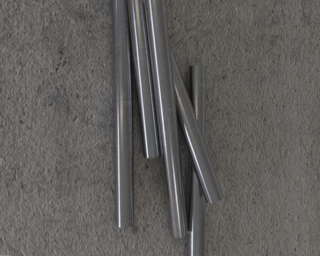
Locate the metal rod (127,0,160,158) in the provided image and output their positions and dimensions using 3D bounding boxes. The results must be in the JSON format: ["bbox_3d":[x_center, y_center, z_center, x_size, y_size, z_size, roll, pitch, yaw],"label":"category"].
[{"bbox_3d":[-0.023,-0.111,0.381,0.025,0.025,0.298,-8,100,-20],"label":"metal rod"}]

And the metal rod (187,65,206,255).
[{"bbox_3d":[0.050,0.065,0.427,0.025,0.025,0.298,0,90,-20],"label":"metal rod"}]

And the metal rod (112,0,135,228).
[{"bbox_3d":[-0.047,-0.027,0.391,0.025,0.025,0.298,-1,90,-20],"label":"metal rod"}]

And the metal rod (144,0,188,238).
[{"bbox_3d":[0.010,-0.003,0.388,0.025,0.025,0.298,-11,103,-20],"label":"metal rod"}]

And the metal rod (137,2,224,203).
[{"bbox_3d":[0.021,-0.048,0.400,0.025,0.025,0.299,-20,91,-19],"label":"metal rod"}]
